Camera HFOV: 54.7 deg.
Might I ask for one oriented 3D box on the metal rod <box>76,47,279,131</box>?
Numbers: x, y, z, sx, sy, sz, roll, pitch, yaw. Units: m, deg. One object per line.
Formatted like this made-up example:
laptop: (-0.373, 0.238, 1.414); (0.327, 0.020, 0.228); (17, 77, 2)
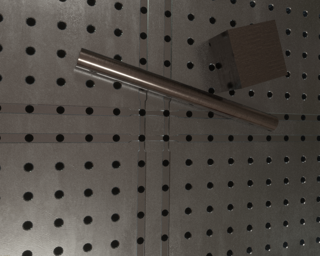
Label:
metal rod: (0.038, -0.046, 0.427); (0.302, 0.025, 0.025); (16, 85, -20)

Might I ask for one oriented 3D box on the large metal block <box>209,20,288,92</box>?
large metal block: (0.127, -0.103, 0.448); (0.081, 0.050, 0.080); (-18, 96, -20)
